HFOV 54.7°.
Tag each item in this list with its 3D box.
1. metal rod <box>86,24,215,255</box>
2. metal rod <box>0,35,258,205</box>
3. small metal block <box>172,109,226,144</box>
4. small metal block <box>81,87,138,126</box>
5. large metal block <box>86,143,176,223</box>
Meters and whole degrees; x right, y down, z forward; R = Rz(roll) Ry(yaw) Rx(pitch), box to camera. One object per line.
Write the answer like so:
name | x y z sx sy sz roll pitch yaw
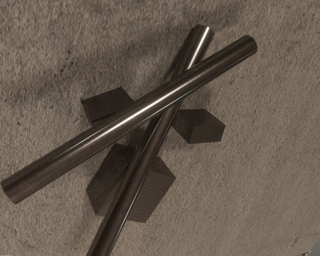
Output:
metal rod | -0.011 0.019 0.361 0.025 0.025 0.299 27 87 -38
metal rod | -0.015 -0.020 0.323 0.302 0.025 0.025 -33 130 -17
small metal block | 0.051 -0.003 0.418 0.050 0.050 0.025 -3 120 -27
small metal block | -0.056 -0.018 0.350 0.050 0.050 0.025 -22 127 -15
large metal block | -0.040 0.076 0.417 0.080 0.050 0.080 23 106 -37
